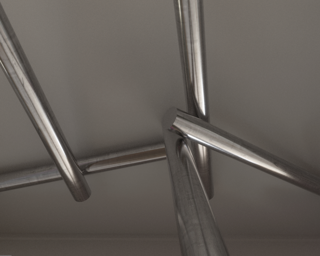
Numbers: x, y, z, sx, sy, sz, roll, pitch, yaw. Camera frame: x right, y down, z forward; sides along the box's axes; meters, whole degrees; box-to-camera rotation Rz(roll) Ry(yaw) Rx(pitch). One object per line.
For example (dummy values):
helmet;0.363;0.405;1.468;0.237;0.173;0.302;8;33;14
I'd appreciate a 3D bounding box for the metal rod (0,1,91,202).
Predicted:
metal rod;-0.129;-0.019;0.330;0.025;0.025;0.298;-9;131;3

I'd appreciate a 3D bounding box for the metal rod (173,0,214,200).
metal rod;0.044;-0.013;0.349;0.025;0.025;0.298;-9;132;3

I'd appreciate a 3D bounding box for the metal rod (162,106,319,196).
metal rod;0.132;0.042;0.380;0.302;0.025;0.025;23;109;-28

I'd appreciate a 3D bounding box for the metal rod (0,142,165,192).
metal rod;-0.137;0.060;0.431;0.302;0.025;0.025;-11;110;3

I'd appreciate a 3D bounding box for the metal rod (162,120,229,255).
metal rod;0.020;0.037;0.272;0.025;0.300;0.025;-1;106;-2
